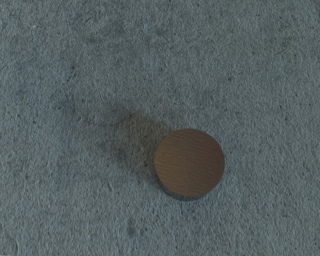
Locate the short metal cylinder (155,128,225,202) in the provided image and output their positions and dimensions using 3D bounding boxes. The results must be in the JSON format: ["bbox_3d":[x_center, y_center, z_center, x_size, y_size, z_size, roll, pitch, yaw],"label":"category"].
[{"bbox_3d":[0.034,0.046,0.378,0.080,0.050,0.080,0,70,0],"label":"short metal cylinder"}]
